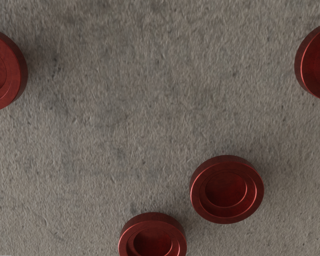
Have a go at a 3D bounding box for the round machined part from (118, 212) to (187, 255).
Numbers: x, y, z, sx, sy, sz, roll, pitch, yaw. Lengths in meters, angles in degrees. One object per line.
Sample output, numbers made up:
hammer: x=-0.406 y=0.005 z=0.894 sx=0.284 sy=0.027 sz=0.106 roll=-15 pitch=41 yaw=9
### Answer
round machined part: x=-0.010 y=0.166 z=0.462 sx=0.099 sy=0.042 sz=0.097 roll=0 pitch=110 yaw=-1

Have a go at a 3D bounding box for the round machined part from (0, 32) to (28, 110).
round machined part: x=-0.208 y=-0.071 z=0.371 sx=0.099 sy=0.042 sz=0.097 roll=0 pitch=110 yaw=-1

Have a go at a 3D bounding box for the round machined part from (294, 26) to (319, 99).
round machined part: x=0.221 y=-0.079 z=0.375 sx=0.099 sy=0.042 sz=0.097 roll=0 pitch=110 yaw=-1

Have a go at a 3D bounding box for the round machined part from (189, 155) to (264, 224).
round machined part: x=0.090 y=0.081 z=0.432 sx=0.099 sy=0.042 sz=0.097 roll=0 pitch=110 yaw=-1
